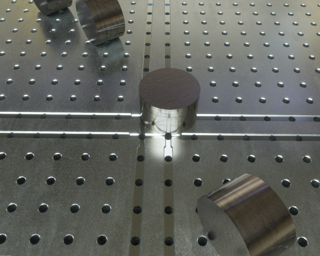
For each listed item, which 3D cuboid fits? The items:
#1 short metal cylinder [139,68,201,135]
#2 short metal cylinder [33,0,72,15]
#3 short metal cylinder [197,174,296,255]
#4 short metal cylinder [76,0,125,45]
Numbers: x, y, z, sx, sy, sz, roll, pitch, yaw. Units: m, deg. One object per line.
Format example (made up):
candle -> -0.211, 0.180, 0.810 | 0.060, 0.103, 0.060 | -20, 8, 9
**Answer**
short metal cylinder -> 0.012, -0.037, 0.423 | 0.081, 0.050, 0.080 | 0, 50, 0
short metal cylinder -> -0.212, -0.264, 0.591 | 0.050, 0.080, 0.080 | -34, 58, -25
short metal cylinder -> 0.079, 0.091, 0.297 | 0.050, 0.080, 0.080 | -24, 55, -19
short metal cylinder -> -0.102, -0.188, 0.529 | 0.050, 0.080, 0.080 | -28, 56, -22
